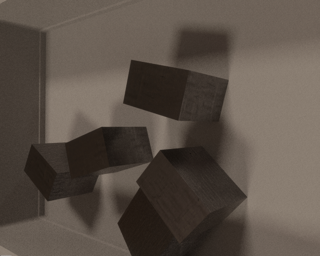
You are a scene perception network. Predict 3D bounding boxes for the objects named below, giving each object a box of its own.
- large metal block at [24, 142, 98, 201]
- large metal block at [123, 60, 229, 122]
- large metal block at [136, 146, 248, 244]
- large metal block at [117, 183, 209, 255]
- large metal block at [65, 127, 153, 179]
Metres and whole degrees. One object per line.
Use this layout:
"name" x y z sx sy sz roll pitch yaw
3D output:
"large metal block" -0.156 0.066 0.496 0.080 0.081 0.050 36 112 34
"large metal block" 0.019 -0.042 0.354 0.080 0.081 0.050 19 102 38
"large metal block" 0.035 0.068 0.340 0.080 0.081 0.050 50 119 28
"large metal block" 0.000 0.120 0.377 0.080 0.050 0.080 -59 43 23
"large metal block" -0.069 0.033 0.426 0.080 0.081 0.050 -21 77 38
